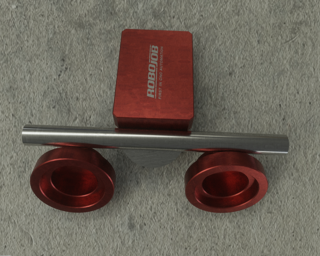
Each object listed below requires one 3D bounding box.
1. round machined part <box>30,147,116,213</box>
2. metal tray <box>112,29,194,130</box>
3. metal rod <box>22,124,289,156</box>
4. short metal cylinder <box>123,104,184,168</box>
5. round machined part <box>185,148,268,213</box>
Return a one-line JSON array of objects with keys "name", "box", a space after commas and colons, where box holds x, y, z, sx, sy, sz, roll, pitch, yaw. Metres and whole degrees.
[{"name": "round machined part", "box": [-0.104, 0.059, 0.385, 0.099, 0.042, 0.097, -1, 129, -1]}, {"name": "metal tray", "box": [-0.006, -0.062, 0.381, 0.091, 0.030, 0.130, 2, 64, -1]}, {"name": "metal rod", "box": [-0.004, 0.014, 0.362, 0.302, 0.025, 0.025, 2, 90, -1]}, {"name": "short metal cylinder", "box": [-0.009, 0.008, 0.399, 0.081, 0.050, 0.079, 0, 90, -1]}, {"name": "round machined part", "box": [0.080, 0.061, 0.386, 0.099, 0.042, 0.097, 0, 133, 0]}]
